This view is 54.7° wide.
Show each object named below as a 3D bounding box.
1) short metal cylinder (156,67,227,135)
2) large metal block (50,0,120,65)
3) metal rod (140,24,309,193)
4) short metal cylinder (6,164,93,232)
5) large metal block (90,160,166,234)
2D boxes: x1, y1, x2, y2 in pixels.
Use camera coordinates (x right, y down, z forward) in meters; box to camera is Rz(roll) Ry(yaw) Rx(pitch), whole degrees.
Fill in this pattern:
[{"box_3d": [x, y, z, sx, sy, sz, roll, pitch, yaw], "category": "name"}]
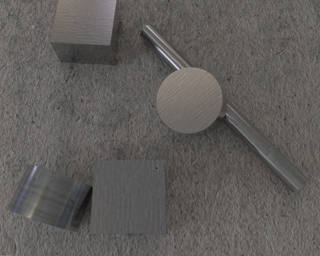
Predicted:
[{"box_3d": [0.042, -0.031, 0.392, 0.080, 0.050, 0.080, -1, 86, 17], "category": "short metal cylinder"}, {"box_3d": [-0.103, -0.140, 0.445, 0.080, 0.050, 0.080, 3, 70, 1], "category": "large metal block"}, {"box_3d": [0.077, -0.036, 0.421, 0.025, 0.025, 0.300, -39, 75, -13], "category": "metal rod"}, {"box_3d": [-0.121, 0.079, 0.349, 0.080, 0.080, 0.050, 17, 71, 6], "category": "short metal cylinder"}, {"box_3d": [-0.034, 0.082, 0.365, 0.081, 0.050, 0.080, 0, 70, 0], "category": "large metal block"}]
